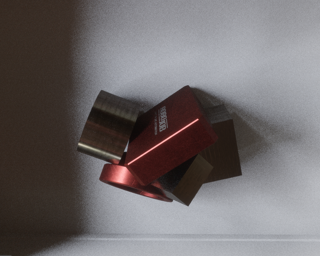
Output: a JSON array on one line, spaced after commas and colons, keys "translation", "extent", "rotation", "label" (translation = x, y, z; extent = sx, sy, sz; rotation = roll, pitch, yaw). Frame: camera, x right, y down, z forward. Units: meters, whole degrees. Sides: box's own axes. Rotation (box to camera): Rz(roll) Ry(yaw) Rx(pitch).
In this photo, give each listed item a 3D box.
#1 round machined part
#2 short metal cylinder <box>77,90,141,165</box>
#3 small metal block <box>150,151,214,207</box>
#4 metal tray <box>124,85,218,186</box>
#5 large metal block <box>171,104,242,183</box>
[{"translation": [-0.025, 0.062, 0.403], "extent": [0.099, 0.098, 0.042], "rotation": [19, 74, -8], "label": "round machined part"}, {"translation": [-0.062, 0.000, 0.379], "extent": [0.050, 0.080, 0.079], "rotation": [21, 109, -8], "label": "short metal cylinder"}, {"translation": [0.023, 0.053, 0.344], "extent": [0.025, 0.050, 0.050], "rotation": [43, 73, -21], "label": "small metal block"}, {"translation": [0.009, 0.001, 0.354], "extent": [0.090, 0.130, 0.030], "rotation": [-33, 108, 11], "label": "metal tray"}, {"translation": [0.054, 0.023, 0.398], "extent": [0.080, 0.050, 0.080], "rotation": [-13, 114, 4], "label": "large metal block"}]
